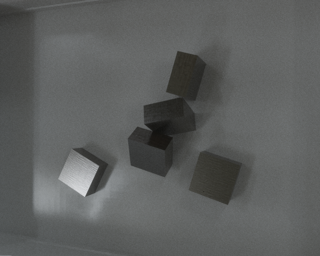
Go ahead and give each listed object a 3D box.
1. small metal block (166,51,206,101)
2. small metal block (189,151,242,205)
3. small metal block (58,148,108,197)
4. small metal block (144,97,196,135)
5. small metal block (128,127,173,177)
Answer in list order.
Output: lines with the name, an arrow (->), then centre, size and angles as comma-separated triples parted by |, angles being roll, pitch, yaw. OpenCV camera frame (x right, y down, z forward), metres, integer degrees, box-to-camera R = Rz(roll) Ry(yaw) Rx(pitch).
small metal block -> 0.034, -0.063, 0.385 | 0.025, 0.050, 0.050 | 18, 96, 19
small metal block -> 0.069, 0.061, 0.386 | 0.050, 0.025, 0.050 | 18, 96, 18
small metal block -> -0.111, 0.063, 0.448 | 0.050, 0.025, 0.050 | 29, 99, 17
small metal block -> 0.013, -0.012, 0.389 | 0.050, 0.050, 0.025 | -11, 66, 19
small metal block -> -0.011, 0.031, 0.400 | 0.050, 0.025, 0.050 | 16, 134, 19
